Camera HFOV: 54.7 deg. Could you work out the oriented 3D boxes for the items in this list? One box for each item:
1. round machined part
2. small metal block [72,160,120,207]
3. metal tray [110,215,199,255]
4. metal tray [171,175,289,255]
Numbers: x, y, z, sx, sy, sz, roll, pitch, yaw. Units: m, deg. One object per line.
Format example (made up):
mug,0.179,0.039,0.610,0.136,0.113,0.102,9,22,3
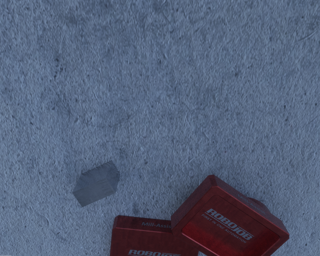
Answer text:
round machined part,0.115,0.142,0.454,0.099,0.042,0.097,0,110,0
small metal block,-0.085,0.075,0.423,0.050,0.050,0.025,-25,108,8
metal tray,-0.009,0.186,0.476,0.131,0.030,0.089,7,110,-3
metal tray,0.091,0.132,0.411,0.130,0.030,0.090,35,106,-12
